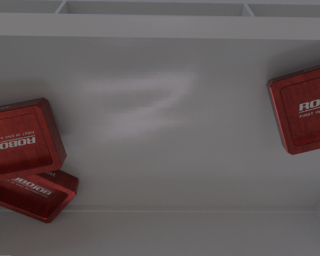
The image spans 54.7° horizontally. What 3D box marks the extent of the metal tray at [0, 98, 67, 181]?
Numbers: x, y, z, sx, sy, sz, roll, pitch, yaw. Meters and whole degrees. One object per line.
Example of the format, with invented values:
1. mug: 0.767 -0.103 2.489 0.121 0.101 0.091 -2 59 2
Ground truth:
1. metal tray: -0.197 0.019 0.393 0.131 0.030 0.089 -11 112 0

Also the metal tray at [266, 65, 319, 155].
1. metal tray: 0.200 -0.029 0.355 0.130 0.030 0.090 -16 99 13

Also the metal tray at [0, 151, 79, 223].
1. metal tray: -0.204 0.089 0.472 0.130 0.030 0.090 32 117 -24
